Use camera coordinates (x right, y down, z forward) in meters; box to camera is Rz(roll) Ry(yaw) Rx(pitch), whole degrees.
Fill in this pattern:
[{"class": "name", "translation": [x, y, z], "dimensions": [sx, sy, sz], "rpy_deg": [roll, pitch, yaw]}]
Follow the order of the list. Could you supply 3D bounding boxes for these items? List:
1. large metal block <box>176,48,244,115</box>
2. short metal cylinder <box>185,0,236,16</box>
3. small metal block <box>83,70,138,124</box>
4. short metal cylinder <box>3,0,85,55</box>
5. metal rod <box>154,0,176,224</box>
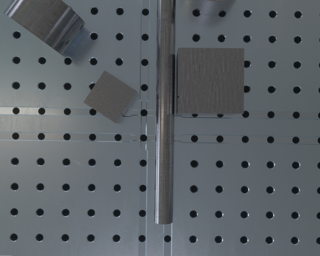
[{"class": "large metal block", "translation": [0.062, -0.058, 0.401], "dimensions": [0.081, 0.050, 0.079], "rpy_deg": [0, 90, 0]}, {"class": "short metal cylinder", "translation": [0.069, -0.194, 0.401], "dimensions": [0.081, 0.050, 0.079], "rpy_deg": [0, 90, 0]}, {"class": "small metal block", "translation": [-0.064, -0.040, 0.413], "dimensions": [0.050, 0.025, 0.050], "rpy_deg": [33, 90, 0]}, {"class": "short metal cylinder", "translation": [-0.141, -0.136, 0.385], "dimensions": [0.080, 0.080, 0.050], "rpy_deg": [36, 90, 0]}, {"class": "metal rod", "translation": [0.007, -0.024, 0.413], "dimensions": [0.025, 0.025, 0.298], "rpy_deg": [1, 90, 0]}]
